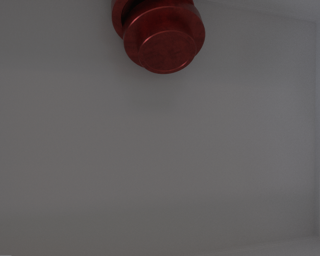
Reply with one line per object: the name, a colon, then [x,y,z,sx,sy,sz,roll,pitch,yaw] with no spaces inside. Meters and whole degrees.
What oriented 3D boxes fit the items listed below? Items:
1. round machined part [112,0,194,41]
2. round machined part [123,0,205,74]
round machined part: [-0.010,-0.147,0.377,0.099,0.097,0.042,5,56,-20]
round machined part: [0.006,-0.102,0.371,0.099,0.097,0.042,4,55,-20]
